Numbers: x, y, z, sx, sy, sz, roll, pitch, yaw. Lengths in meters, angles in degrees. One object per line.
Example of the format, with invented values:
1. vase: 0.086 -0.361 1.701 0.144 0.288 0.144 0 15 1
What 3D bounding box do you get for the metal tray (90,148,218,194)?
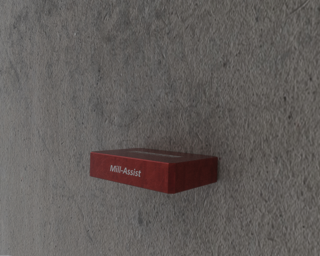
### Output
1. metal tray: -0.009 0.046 0.370 0.130 0.091 0.030 3 92 40
